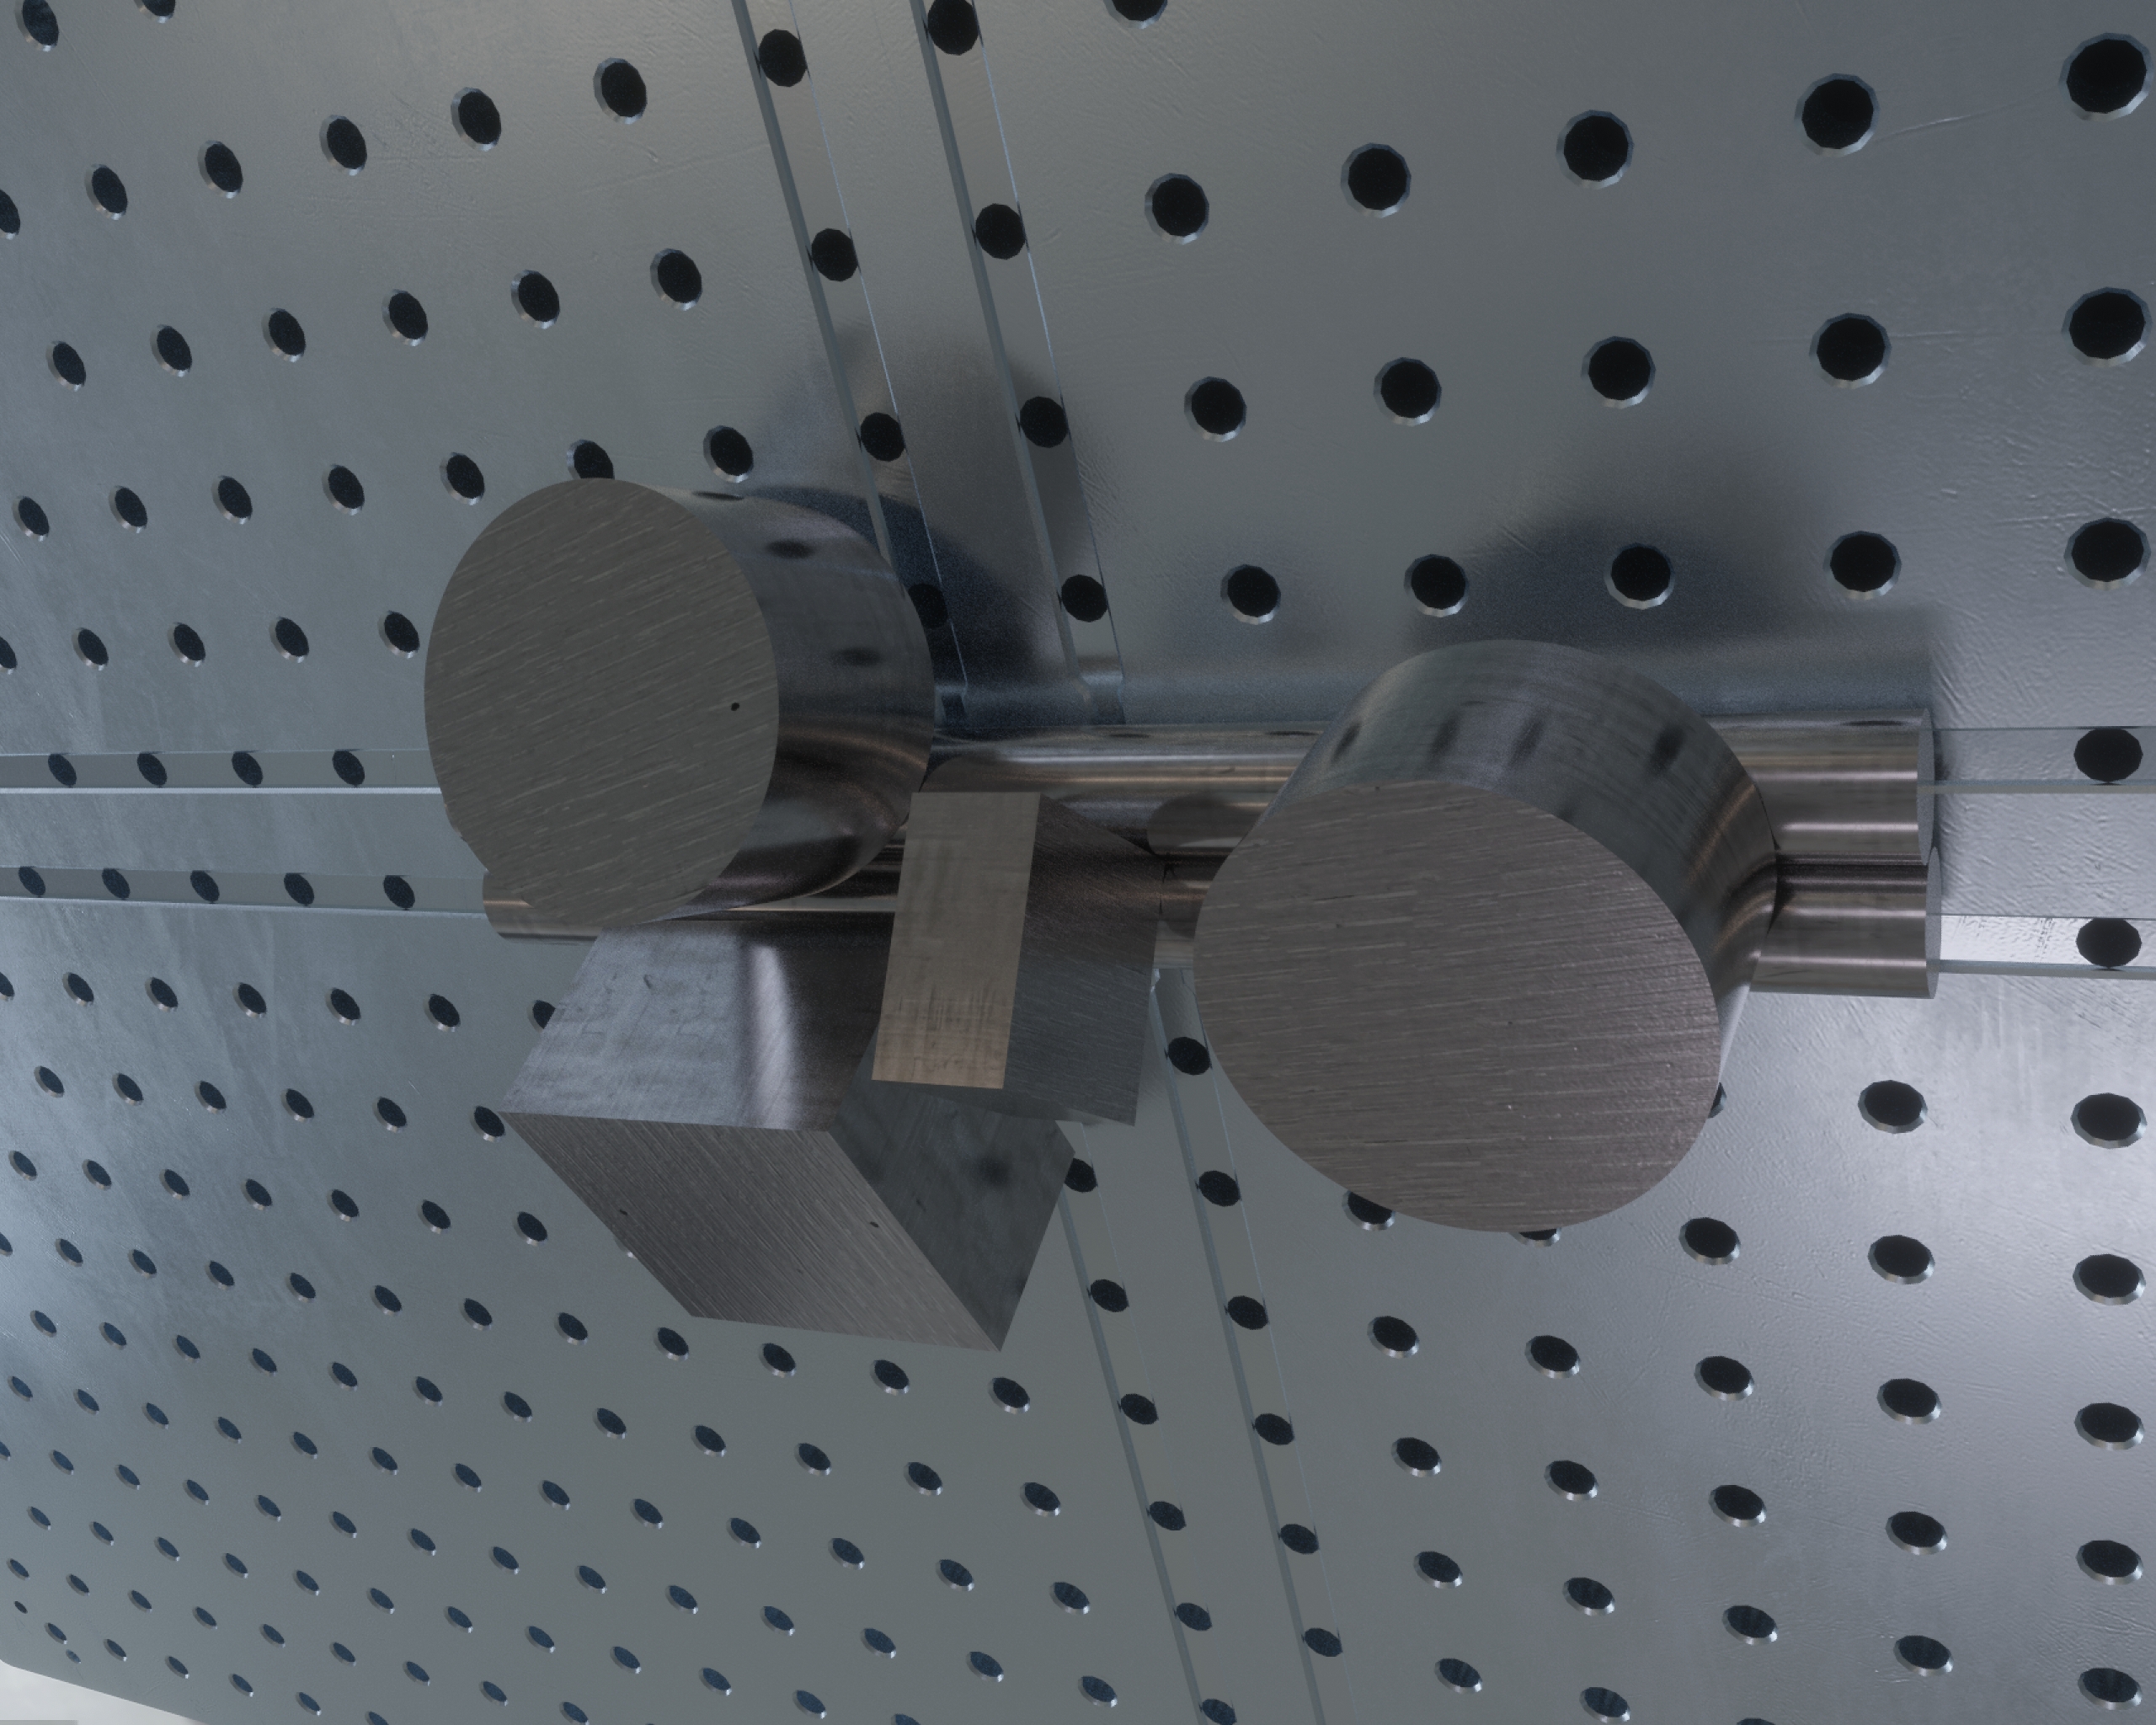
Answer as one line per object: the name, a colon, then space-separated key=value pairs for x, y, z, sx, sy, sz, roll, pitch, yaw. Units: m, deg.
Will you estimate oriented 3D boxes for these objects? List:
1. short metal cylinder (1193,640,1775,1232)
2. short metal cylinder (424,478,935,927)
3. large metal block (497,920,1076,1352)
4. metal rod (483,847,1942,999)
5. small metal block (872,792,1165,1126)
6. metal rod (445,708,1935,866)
short metal cylinder: x=0.065 y=0.011 z=0.331 sx=0.080 sy=0.050 sz=0.079 roll=13 pitch=124 yaw=21
short metal cylinder: x=-0.074 y=-0.030 z=0.393 sx=0.080 sy=0.050 sz=0.079 roll=3 pitch=96 yaw=27
large metal block: x=-0.058 y=0.057 z=0.439 sx=0.080 sy=0.050 sz=0.080 roll=-1 pitch=138 yaw=28
metal rod: x=0.006 y=0.008 z=0.409 sx=0.300 sy=0.025 sz=0.025 roll=1 pitch=119 yaw=27
small metal block: x=-0.009 y=0.018 z=0.370 sx=0.025 sy=0.050 sz=0.050 roll=1 pitch=77 yaw=28
metal rod: x=0.000 y=-0.014 z=0.398 sx=0.300 sy=0.025 sz=0.025 roll=1 pitch=119 yaw=27
